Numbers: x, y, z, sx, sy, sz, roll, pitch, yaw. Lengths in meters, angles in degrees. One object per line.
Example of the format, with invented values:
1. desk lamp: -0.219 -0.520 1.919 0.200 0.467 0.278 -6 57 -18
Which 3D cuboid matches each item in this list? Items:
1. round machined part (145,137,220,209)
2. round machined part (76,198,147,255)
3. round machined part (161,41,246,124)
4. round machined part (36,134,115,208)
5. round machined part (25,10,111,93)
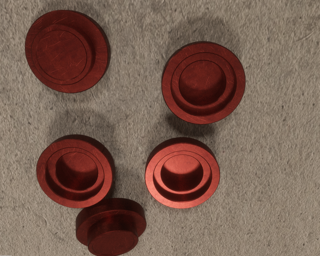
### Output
1. round machined part: 0.029 0.057 0.422 0.099 0.042 0.097 0 110 -1
2. round machined part: -0.067 0.145 0.434 0.099 0.042 0.097 -8 133 -9
3. round machined part: 0.051 -0.057 0.381 0.099 0.042 0.097 0 110 -1
4. round machined part: -0.109 0.054 0.417 0.099 0.042 0.097 0 106 1
5. round machined part: -0.111 -0.088 0.367 0.099 0.042 0.097 0 110 -1
